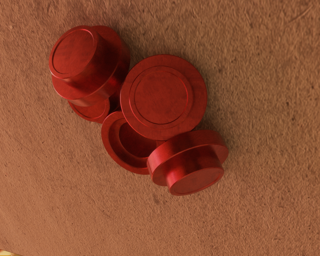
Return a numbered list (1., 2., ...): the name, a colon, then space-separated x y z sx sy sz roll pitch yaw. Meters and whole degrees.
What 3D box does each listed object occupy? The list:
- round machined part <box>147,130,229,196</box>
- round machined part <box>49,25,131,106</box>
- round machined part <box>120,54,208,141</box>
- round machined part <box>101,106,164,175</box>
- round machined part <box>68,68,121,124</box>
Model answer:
1. round machined part: 0.037 0.047 0.370 0.097 0.099 0.042 -50 48 39
2. round machined part: -0.087 -0.078 0.356 0.098 0.098 0.042 1 160 27
3. round machined part: 0.003 -0.034 0.345 0.099 0.042 0.097 1 95 7
4. round machined part: -0.026 0.011 0.416 0.098 0.042 0.097 13 124 20
5. round machined part: -0.086 -0.047 0.413 0.098 0.042 0.097 13 124 20
